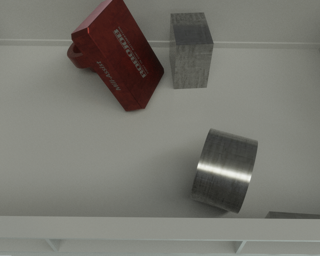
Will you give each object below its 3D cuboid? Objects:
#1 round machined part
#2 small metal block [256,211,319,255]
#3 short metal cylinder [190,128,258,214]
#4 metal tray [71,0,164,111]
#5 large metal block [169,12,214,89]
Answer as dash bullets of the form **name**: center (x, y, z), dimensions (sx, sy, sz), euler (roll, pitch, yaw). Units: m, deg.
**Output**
- **round machined part**: center (-0.090, -0.123, 0.480), dimensions (0.098, 0.042, 0.098), euler (-20, 40, 18)
- **small metal block**: center (0.127, 0.105, 0.302), dimensions (0.050, 0.050, 0.025), euler (3, 50, 2)
- **short metal cylinder**: center (0.068, 0.045, 0.333), dimensions (0.050, 0.080, 0.080), euler (16, 52, 12)
- **metal tray**: center (-0.050, -0.098, 0.420), dimensions (0.030, 0.130, 0.090), euler (-7, 43, 35)
- **large metal block**: center (0.044, -0.116, 0.468), dimensions (0.050, 0.080, 0.080), euler (-3, 50, -3)
